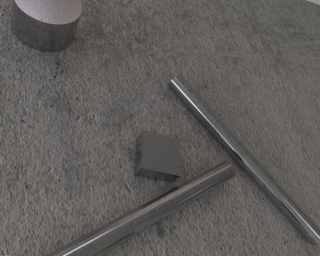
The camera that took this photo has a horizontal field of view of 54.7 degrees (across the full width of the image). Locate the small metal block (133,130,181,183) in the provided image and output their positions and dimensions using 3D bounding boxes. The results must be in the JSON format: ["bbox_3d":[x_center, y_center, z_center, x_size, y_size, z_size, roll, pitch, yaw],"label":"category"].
[{"bbox_3d":[-0.003,0.036,0.380,0.050,0.025,0.050,15,56,-20],"label":"small metal block"}]

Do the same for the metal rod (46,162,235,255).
[{"bbox_3d":[-0.025,0.099,0.329,0.302,0.025,0.025,-20,73,-35],"label":"metal rod"}]

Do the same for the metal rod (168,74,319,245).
[{"bbox_3d":[0.119,0.041,0.442,0.300,0.025,0.025,49,51,6],"label":"metal rod"}]

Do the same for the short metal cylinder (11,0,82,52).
[{"bbox_3d":[-0.146,-0.145,0.398,0.081,0.050,0.080,14,56,-21],"label":"short metal cylinder"}]
